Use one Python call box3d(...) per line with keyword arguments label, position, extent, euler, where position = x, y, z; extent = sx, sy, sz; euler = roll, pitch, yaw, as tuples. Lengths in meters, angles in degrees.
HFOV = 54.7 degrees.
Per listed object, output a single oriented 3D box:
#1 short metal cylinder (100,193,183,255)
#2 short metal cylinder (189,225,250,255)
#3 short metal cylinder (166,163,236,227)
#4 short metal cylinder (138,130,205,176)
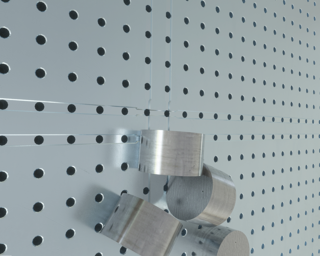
box3d(label="short metal cylinder", position=(-0.021, 0.117, 0.356), extent=(0.080, 0.080, 0.050), euler=(44, 64, -31))
box3d(label="short metal cylinder", position=(0.091, 0.190, 0.469), extent=(0.081, 0.050, 0.079), euler=(0, 90, -40))
box3d(label="short metal cylinder", position=(0.054, 0.089, 0.419), extent=(0.050, 0.080, 0.080), euler=(28, 73, -37))
box3d(label="short metal cylinder", position=(0.014, 0.030, 0.385), extent=(0.081, 0.080, 0.050), euler=(7, 86, -40))
